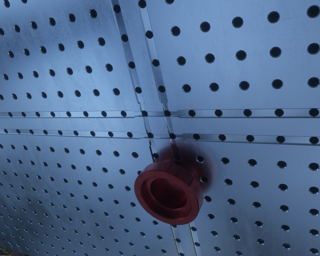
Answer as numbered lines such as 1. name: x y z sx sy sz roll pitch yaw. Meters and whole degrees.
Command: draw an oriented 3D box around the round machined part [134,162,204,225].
1. round machined part: 0.016 0.089 0.447 0.098 0.042 0.097 13 124 21
